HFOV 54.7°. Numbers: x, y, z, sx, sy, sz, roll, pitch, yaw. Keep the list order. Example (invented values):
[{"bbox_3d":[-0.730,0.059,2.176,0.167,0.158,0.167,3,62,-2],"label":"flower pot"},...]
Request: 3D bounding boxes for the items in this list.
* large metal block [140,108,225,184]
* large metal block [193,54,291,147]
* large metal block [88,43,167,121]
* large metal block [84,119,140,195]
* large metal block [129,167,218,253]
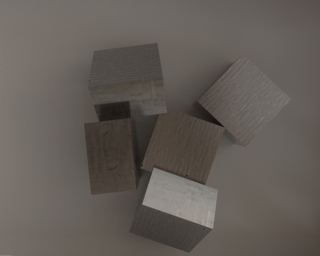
[{"bbox_3d":[0.028,0.024,0.399,0.080,0.050,0.080,19,90,-1],"label":"large metal block"},{"bbox_3d":[0.102,-0.034,0.399,0.080,0.050,0.080,44,90,-1],"label":"large metal block"},{"bbox_3d":[-0.037,-0.057,0.376,0.081,0.080,0.050,-7,132,0],"label":"large metal block"},{"bbox_3d":[-0.055,0.032,0.382,0.050,0.080,0.079,-6,90,0],"label":"large metal block"},{"bbox_3d":[0.015,0.102,0.376,0.080,0.079,0.050,20,48,-2],"label":"large metal block"}]
